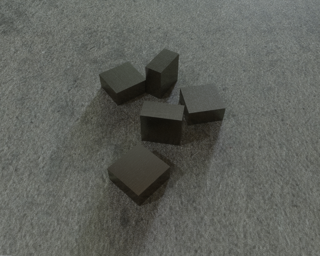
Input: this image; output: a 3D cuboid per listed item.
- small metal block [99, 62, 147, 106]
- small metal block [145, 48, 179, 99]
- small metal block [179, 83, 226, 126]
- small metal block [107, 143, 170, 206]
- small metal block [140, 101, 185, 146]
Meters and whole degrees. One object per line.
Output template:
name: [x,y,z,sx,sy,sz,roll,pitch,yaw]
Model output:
small metal block: [-0.054,-0.066,0.458,0.050,0.025,0.050,-29,56,-22]
small metal block: [0.004,-0.079,0.454,0.025,0.050,0.050,25,54,19]
small metal block: [0.058,-0.034,0.432,0.050,0.025,0.050,-8,51,-7]
small metal block: [-0.024,0.053,0.359,0.050,0.025,0.050,36,58,26]
small metal block: [0.003,-0.005,0.392,0.050,0.050,0.025,7,51,6]
